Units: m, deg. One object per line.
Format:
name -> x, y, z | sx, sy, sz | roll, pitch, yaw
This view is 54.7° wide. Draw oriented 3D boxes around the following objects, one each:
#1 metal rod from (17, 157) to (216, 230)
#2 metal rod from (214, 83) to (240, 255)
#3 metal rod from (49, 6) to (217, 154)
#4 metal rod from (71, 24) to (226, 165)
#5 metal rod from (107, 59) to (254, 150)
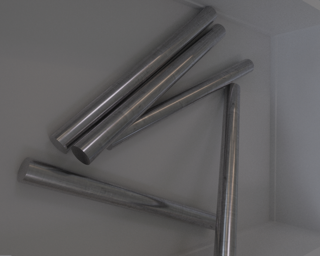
metal rod -> -0.023, 0.093, 0.387 | 0.301, 0.025, 0.025 | 26, 74, -37
metal rod -> 0.093, 0.053, 0.419 | 0.025, 0.025, 0.300 | 41, 45, -33
metal rod -> -0.015, -0.077, 0.393 | 0.301, 0.025, 0.025 | -47, 118, -30
metal rod -> 0.006, -0.061, 0.395 | 0.301, 0.025, 0.025 | -46, 118, -35
metal rod -> 0.044, -0.046, 0.442 | 0.302, 0.025, 0.025 | -30, 109, -36
